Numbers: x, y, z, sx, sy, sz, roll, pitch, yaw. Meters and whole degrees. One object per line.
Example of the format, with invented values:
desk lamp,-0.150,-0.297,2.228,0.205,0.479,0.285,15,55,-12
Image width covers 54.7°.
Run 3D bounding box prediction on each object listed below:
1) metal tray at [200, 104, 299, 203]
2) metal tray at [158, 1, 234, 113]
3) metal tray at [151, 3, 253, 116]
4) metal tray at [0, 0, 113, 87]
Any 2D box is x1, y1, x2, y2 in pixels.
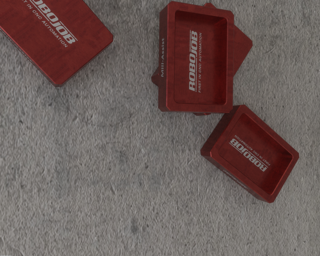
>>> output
metal tray,0.134,0.038,0.455,0.130,0.030,0.090,38,78,-16
metal tray,0.046,-0.084,0.390,0.091,0.030,0.129,1,90,-20
metal tray,0.060,-0.093,0.428,0.090,0.030,0.130,36,78,-17
metal tray,-0.131,-0.124,0.358,0.090,0.030,0.130,-45,104,-14
